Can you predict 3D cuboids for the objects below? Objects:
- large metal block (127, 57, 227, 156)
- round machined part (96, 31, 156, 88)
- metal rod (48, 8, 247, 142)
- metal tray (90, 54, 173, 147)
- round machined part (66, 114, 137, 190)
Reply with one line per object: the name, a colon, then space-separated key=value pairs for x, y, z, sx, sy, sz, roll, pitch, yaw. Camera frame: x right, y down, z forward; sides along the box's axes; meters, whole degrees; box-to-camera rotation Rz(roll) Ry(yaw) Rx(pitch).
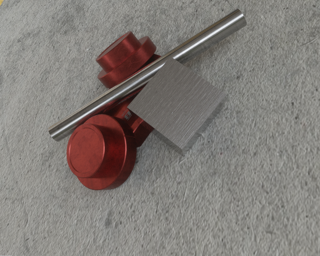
large metal block: x=0.021 y=-0.024 z=0.375 sx=0.080 sy=0.050 sz=0.080 roll=37 pitch=81 yaw=14
round machined part: x=-0.057 y=-0.107 z=0.464 sx=0.098 sy=0.042 sz=0.098 roll=-33 pitch=23 yaw=17
metal rod: x=-0.022 y=-0.067 z=0.421 sx=0.300 sy=0.025 sz=0.025 roll=-31 pitch=52 yaw=8
metal tray: x=-0.030 y=-0.046 z=0.446 sx=0.090 sy=0.030 sz=0.130 roll=27 pitch=76 yaw=37
round machined part: x=-0.081 y=0.030 z=0.396 sx=0.098 sy=0.042 sz=0.098 roll=-6 pitch=78 yaw=34
